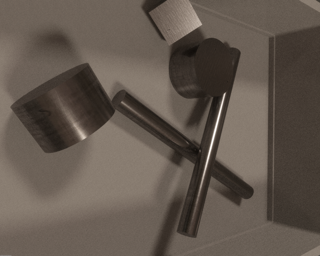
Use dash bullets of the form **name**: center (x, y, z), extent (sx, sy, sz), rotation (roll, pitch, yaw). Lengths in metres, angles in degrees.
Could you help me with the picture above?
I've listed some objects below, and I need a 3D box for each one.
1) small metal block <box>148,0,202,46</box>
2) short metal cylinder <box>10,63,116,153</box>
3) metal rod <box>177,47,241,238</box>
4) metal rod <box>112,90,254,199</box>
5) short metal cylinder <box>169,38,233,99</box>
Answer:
- **small metal block**: center (0.019, -0.146, 0.406), extent (0.050, 0.025, 0.050), rotation (-31, 118, 11)
- **short metal cylinder**: center (-0.090, -0.020, 0.296), extent (0.080, 0.080, 0.050), rotation (-43, 117, -32)
- **metal rod**: center (0.077, 0.003, 0.446), extent (0.025, 0.025, 0.300), rotation (38, 58, -34)
- **metal rod**: center (0.051, 0.038, 0.451), extent (0.301, 0.025, 0.025), rotation (36, 68, -34)
- **short metal cylinder**: center (0.059, -0.083, 0.442), extent (0.081, 0.050, 0.079), rotation (0, 90, -40)
